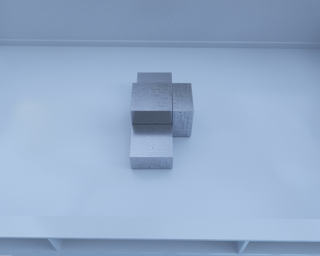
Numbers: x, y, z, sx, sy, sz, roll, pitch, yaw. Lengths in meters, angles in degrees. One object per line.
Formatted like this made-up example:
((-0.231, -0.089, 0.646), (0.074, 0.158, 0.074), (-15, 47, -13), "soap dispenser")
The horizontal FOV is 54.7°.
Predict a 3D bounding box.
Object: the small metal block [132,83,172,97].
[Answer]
((-0.010, -0.033, 0.414), (0.050, 0.050, 0.025), (0, 50, 0), "small metal block")

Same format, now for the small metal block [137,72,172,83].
((-0.008, -0.055, 0.448), (0.050, 0.025, 0.050), (0, 50, 0), "small metal block")

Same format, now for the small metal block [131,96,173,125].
((-0.010, -0.014, 0.398), (0.050, 0.050, 0.025), (0, 50, 0), "small metal block")

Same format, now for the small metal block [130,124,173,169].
((-0.010, 0.023, 0.384), (0.050, 0.025, 0.050), (0, 50, 0), "small metal block")

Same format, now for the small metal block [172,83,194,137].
((0.028, -0.024, 0.406), (0.025, 0.050, 0.050), (0, 50, 0), "small metal block")
